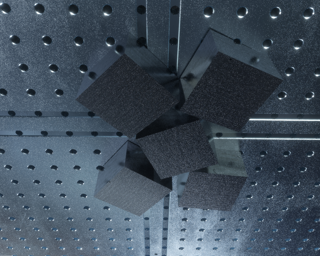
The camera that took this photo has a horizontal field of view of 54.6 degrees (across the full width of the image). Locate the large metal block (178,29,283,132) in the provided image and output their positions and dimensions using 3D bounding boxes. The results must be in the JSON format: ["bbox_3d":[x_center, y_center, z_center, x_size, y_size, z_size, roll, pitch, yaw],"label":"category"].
[{"bbox_3d":[0.074,-0.051,0.351,0.080,0.050,0.080,18,128,-19],"label":"large metal block"}]

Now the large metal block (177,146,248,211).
[{"bbox_3d":[0.073,0.076,0.460,0.080,0.050,0.079,6,130,-6],"label":"large metal block"}]

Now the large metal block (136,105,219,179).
[{"bbox_3d":[0.023,0.014,0.406,0.080,0.050,0.080,-18,128,14],"label":"large metal block"}]

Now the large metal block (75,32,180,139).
[{"bbox_3d":[-0.035,-0.046,0.355,0.080,0.050,0.080,-36,121,27],"label":"large metal block"}]

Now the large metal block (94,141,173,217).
[{"bbox_3d":[-0.039,0.077,0.458,0.080,0.050,0.080,31,123,-23],"label":"large metal block"}]
